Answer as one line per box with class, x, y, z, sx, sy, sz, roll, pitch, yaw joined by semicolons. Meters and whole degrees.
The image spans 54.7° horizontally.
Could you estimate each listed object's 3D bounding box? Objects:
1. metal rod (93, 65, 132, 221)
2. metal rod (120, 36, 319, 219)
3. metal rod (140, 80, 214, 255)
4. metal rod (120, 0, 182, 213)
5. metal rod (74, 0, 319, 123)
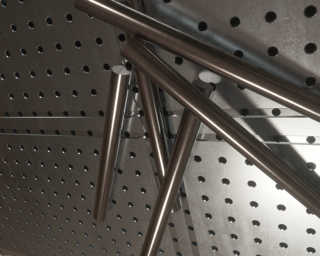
metal rod;-0.078;0.044;0.477;0.025;0.025;0.298;24;127;13
metal rod;0.082;0.006;0.345;0.301;0.025;0.025;39;129;-9
metal rod;0.015;0.078;0.422;0.025;0.025;0.298;23;118;14
metal rod;-0.006;-0.010;0.406;0.025;0.025;0.298;3;120;26
metal rod;0.051;-0.072;0.318;0.301;0.025;0.025;26;128;4
